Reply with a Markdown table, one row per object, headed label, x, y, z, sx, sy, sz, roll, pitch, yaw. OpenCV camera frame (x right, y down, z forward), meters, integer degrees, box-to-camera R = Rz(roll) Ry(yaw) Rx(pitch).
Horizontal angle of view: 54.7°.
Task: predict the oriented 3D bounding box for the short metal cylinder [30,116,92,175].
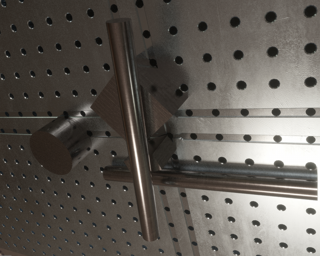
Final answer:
| label | x | y | z | sx | sy | sz | roll | pitch | yaw |
| --- | --- | --- | --- | --- | --- | --- | --- | --- | --- |
| short metal cylinder | -0.157 | 0.028 | 0.492 | 0.080 | 0.050 | 0.079 | 13 | 124 | 20 |

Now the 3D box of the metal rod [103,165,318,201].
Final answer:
| label | x | y | z | sx | sy | sz | roll | pitch | yaw |
| --- | --- | --- | --- | --- | --- | --- | --- | --- | --- |
| metal rod | 0.049 | 0.072 | 0.428 | 0.300 | 0.025 | 0.025 | 0 | 118 | 28 |

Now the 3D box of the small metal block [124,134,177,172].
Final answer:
| label | x | y | z | sx | sy | sz | roll | pitch | yaw |
| --- | --- | --- | --- | --- | --- | --- | --- | --- | --- |
| small metal block | -0.013 | 0.037 | 0.423 | 0.050 | 0.050 | 0.025 | -17 | 110 | 34 |

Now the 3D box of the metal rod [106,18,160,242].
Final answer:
| label | x | y | z | sx | sy | sz | roll | pitch | yaw |
| --- | --- | --- | --- | --- | --- | --- | --- | --- | --- |
| metal rod | -0.027 | 0.025 | 0.374 | 0.025 | 0.025 | 0.298 | 8 | 122 | 23 |

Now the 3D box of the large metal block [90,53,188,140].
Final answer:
| label | x | y | z | sx | sy | sz | roll | pitch | yaw |
| --- | --- | --- | --- | --- | --- | --- | --- | --- | --- |
| large metal block | -0.027 | -0.032 | 0.388 | 0.080 | 0.050 | 0.080 | 44 | 129 | -3 |
